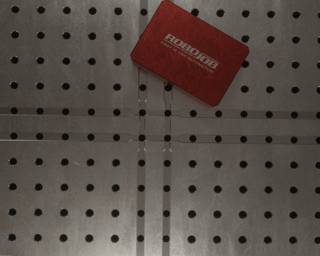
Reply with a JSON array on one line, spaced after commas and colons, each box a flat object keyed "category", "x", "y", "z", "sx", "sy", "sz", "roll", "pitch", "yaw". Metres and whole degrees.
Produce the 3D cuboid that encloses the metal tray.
[{"category": "metal tray", "x": 0.039, "y": -0.096, "z": 0.411, "sx": 0.130, "sy": 0.030, "sz": 0.090, "roll": 30, "pitch": 90, "yaw": -1}]
